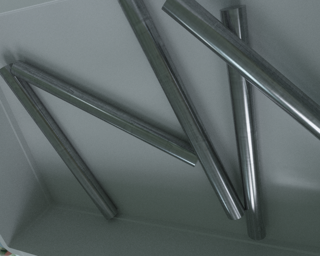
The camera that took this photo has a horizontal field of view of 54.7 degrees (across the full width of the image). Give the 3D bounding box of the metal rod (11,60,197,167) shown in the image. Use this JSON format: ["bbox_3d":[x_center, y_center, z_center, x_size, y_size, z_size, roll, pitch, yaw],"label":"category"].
[{"bbox_3d":[-0.082,-0.025,0.436,0.301,0.025,0.025,26,128,11],"label":"metal rod"}]

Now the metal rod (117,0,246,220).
[{"bbox_3d":[0.032,-0.016,0.372,0.025,0.025,0.299,-18,106,35],"label":"metal rod"}]

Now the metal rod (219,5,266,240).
[{"bbox_3d":[0.102,0.015,0.363,0.025,0.025,0.298,1,119,28],"label":"metal rod"}]

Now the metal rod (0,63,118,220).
[{"bbox_3d":[-0.162,0.030,0.512,0.025,0.025,0.299,-21,107,36],"label":"metal rod"}]

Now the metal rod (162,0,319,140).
[{"bbox_3d":[0.127,-0.028,0.301,0.301,0.025,0.025,38,129,-7],"label":"metal rod"}]
